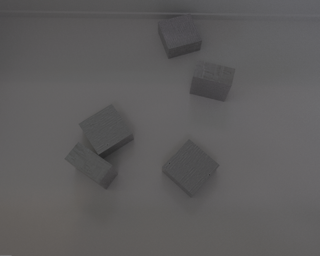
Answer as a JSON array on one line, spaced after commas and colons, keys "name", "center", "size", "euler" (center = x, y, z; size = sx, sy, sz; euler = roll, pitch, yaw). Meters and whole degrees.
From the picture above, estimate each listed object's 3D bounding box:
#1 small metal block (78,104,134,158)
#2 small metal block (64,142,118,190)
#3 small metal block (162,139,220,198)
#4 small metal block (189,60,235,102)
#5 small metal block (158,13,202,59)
[{"name": "small metal block", "center": [-0.070, 0.005, 0.407], "size": [0.050, 0.025, 0.050], "euler": [-33, 73, -11]}, {"name": "small metal block", "center": [-0.082, 0.047, 0.378], "size": [0.050, 0.050, 0.025], "euler": [33, 74, 11]}, {"name": "small metal block", "center": [0.038, 0.051, 0.391], "size": [0.050, 0.025, 0.050], "euler": [41, 75, 13]}, {"name": "small metal block", "center": [0.070, -0.063, 0.420], "size": [0.050, 0.050, 0.025], "euler": [14, 71, 5]}, {"name": "small metal block", "center": [0.029, -0.136, 0.459], "size": [0.050, 0.025, 0.050], "euler": [-17, 71, -6]}]
